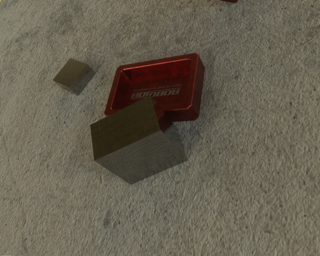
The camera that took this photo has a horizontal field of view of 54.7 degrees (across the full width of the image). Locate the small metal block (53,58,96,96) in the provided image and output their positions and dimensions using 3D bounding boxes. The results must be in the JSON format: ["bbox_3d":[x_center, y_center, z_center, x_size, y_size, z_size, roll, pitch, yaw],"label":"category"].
[{"bbox_3d":[-0.148,-0.089,0.533,0.050,0.025,0.050,24,75,36],"label":"small metal block"}]

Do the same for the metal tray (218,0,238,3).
[{"bbox_3d":[0.124,-0.265,0.459,0.030,0.090,0.130,30,78,37],"label":"metal tray"}]

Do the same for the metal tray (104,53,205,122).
[{"bbox_3d":[-0.008,-0.052,0.435,0.130,0.030,0.090,-4,60,26],"label":"metal tray"}]

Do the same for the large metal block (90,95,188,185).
[{"bbox_3d":[-0.024,0.018,0.369,0.080,0.080,0.050,-25,53,12],"label":"large metal block"}]
